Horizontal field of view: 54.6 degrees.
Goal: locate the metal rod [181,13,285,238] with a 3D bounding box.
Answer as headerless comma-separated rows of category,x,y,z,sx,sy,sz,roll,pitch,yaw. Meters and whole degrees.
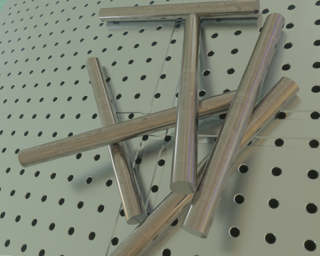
metal rod,0.092,-0.025,0.345,0.025,0.025,0.300,9,57,32

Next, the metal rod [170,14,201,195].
metal rod,0.037,-0.056,0.386,0.025,0.025,0.300,-13,45,21

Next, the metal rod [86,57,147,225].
metal rod,-0.071,-0.004,0.449,0.025,0.025,0.300,-30,52,9

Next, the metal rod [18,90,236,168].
metal rod,-0.042,0.003,0.401,0.301,0.025,0.025,-15,55,9

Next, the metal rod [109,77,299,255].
metal rod,0.046,0.056,0.350,0.300,0.025,0.025,-45,51,-4

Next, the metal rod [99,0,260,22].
metal rod,0.014,-0.195,0.521,0.300,0.025,0.025,11,68,33
